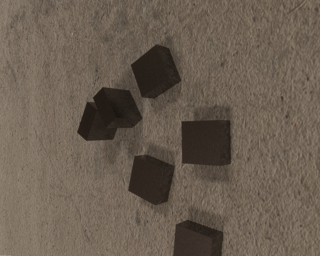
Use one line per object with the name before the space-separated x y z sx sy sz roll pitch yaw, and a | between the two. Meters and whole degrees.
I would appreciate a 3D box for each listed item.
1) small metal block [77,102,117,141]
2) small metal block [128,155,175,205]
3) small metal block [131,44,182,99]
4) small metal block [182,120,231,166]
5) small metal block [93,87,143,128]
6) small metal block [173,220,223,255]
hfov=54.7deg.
small metal block | -0.088 -0.009 0.459 0.025 0.050 0.050 35 111 34
small metal block | -0.012 0.068 0.413 0.050 0.025 0.050 18 102 38
small metal block | -0.006 -0.073 0.408 0.050 0.025 0.050 -30 72 35
small metal block | 0.053 0.017 0.360 0.050 0.025 0.050 -1 89 39
small metal block | -0.059 -0.028 0.435 0.025 0.050 0.050 -39 67 33
small metal block | 0.044 0.143 0.367 0.050 0.025 0.050 8 95 39
